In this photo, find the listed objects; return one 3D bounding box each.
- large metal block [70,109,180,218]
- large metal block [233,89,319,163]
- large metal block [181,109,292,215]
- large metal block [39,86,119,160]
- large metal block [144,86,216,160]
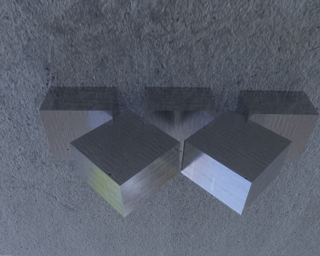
[{"bbox_3d":[-0.036,0.034,0.335,0.081,0.080,0.050,-34,141,-33],"label":"large metal block"},{"bbox_3d":[0.139,-0.001,0.394,0.081,0.050,0.079,1,130,-2],"label":"large metal block"},{"bbox_3d":[0.081,0.033,0.339,0.080,0.081,0.050,33,138,32],"label":"large metal block"},{"bbox_3d":[-0.094,-0.005,0.387,0.081,0.050,0.079,0,130,-1],"label":"large metal block"},{"bbox_3d":[0.022,-0.005,0.389,0.081,0.050,0.079,1,130,-1],"label":"large metal block"}]
